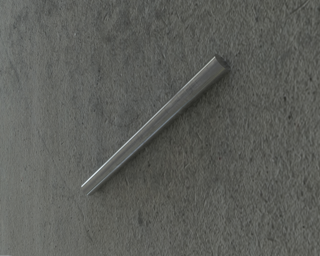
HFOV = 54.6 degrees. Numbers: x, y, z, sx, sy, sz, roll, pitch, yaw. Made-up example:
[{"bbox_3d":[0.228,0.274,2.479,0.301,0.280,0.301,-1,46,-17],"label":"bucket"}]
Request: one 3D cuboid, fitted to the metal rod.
[{"bbox_3d":[-0.023,0.012,0.427,0.299,0.025,0.025,-43,64,31],"label":"metal rod"}]
